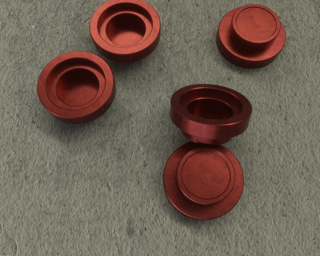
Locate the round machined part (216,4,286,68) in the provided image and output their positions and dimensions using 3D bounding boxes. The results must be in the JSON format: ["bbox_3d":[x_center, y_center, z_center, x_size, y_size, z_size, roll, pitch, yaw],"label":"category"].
[{"bbox_3d":[0.134,-0.140,0.451,0.099,0.042,0.098,0,70,0],"label":"round machined part"}]

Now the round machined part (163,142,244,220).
[{"bbox_3d":[0.053,0.061,0.377,0.099,0.042,0.098,0,70,0],"label":"round machined part"}]

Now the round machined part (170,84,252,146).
[{"bbox_3d":[0.061,-0.014,0.389,0.099,0.042,0.098,2,35,-1],"label":"round machined part"}]

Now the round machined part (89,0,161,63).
[{"bbox_3d":[-0.048,-0.136,0.448,0.099,0.042,0.098,0,70,0],"label":"round machined part"}]

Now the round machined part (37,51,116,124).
[{"bbox_3d":[-0.108,-0.051,0.417,0.099,0.042,0.098,0,70,0],"label":"round machined part"}]
